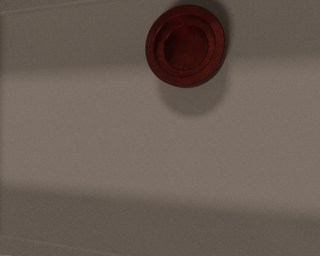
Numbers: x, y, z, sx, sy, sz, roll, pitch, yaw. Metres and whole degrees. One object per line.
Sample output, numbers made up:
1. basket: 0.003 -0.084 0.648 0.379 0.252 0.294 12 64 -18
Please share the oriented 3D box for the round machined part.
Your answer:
1. round machined part: 0.035 -0.098 0.389 0.098 0.042 0.097 0 90 19
